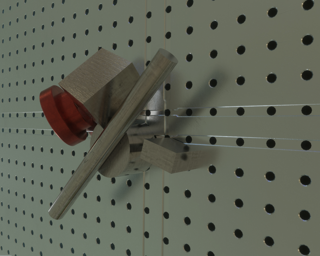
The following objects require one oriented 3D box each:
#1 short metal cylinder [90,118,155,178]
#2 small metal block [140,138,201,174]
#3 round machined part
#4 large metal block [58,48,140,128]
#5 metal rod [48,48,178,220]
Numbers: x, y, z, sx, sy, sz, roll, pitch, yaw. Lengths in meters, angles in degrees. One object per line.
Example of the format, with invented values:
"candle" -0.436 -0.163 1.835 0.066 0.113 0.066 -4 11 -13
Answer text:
"short metal cylinder" -0.053 0.027 0.434 0.080 0.050 0.079 0 90 40
"small metal block" 0.013 0.032 0.381 0.050 0.050 0.025 22 104 37
"round machined part" -0.140 -0.024 0.485 0.042 0.098 0.098 -27 70 3
"large metal block" -0.078 -0.056 0.422 0.080 0.050 0.080 -43 45 -13
"metal rod" -0.074 0.025 0.402 0.298 0.025 0.025 -51 60 27
